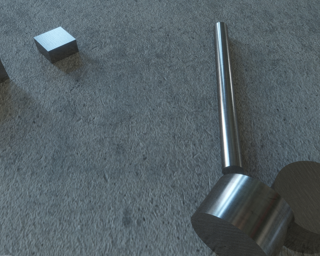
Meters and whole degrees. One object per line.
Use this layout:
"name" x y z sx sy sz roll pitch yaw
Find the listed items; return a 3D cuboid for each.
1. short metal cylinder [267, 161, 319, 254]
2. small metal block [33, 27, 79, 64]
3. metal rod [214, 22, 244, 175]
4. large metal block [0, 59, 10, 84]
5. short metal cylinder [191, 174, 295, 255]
"short metal cylinder" 0.153 0.081 0.320 0.081 0.050 0.080 0 50 0
"small metal block" -0.174 -0.140 0.519 0.050 0.025 0.050 -34 58 -25
"metal rod" 0.097 -0.064 0.457 0.025 0.025 0.300 3 50 3
"large metal block" -0.291 -0.088 0.458 0.080 0.050 0.080 30 56 23
"short metal cylinder" 0.077 0.090 0.293 0.080 0.080 0.050 30 57 23
